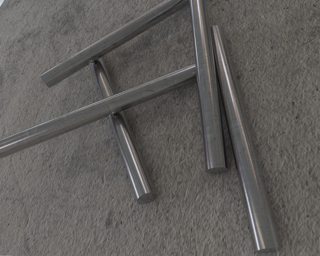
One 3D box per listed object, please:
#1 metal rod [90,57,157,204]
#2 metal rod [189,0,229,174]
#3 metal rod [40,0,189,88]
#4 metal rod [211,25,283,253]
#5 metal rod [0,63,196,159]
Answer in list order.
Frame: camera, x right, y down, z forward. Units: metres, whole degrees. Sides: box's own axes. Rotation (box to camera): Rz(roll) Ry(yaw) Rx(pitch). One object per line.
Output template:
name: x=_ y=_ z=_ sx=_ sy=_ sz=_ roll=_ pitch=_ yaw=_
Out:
metal rod: x=-0.066 y=-0.025 z=0.453 sx=0.025 sy=0.025 sz=0.300 roll=-32 pitch=52 yaw=8
metal rod: x=0.058 y=-0.088 z=0.405 sx=0.025 sy=0.025 sz=0.299 roll=-13 pitch=63 yaw=21
metal rod: x=-0.057 y=-0.154 z=0.505 sx=0.301 sy=0.025 sz=0.025 roll=-31 pitch=51 yaw=-2
metal rod: x=0.089 y=-0.013 z=0.364 sx=0.025 sy=0.025 sz=0.299 roll=-17 pitch=55 yaw=18
metal rod: x=-0.087 y=-0.023 z=0.425 sx=0.301 sy=0.025 sz=0.025 roll=-21 pitch=53 yaw=0
